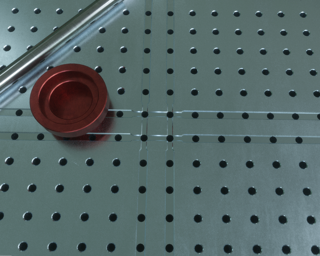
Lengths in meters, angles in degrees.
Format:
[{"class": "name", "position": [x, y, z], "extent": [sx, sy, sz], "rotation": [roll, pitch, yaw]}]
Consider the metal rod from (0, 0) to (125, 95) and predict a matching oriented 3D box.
[{"class": "metal rod", "position": [-0.170, -0.113, 0.451], "extent": [0.025, 0.025, 0.301], "rotation": [43, 75, 14]}]

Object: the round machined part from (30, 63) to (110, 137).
[{"class": "round machined part", "position": [-0.117, -0.033, 0.414], "extent": [0.099, 0.042, 0.098], "rotation": [0, 70, 0]}]
